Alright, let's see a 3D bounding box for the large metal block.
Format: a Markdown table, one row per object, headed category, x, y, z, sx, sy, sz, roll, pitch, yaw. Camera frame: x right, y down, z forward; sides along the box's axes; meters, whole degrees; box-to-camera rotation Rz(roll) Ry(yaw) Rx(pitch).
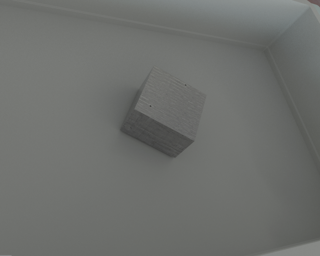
| category | x | y | z | sx | sy | sz | roll | pitch | yaw |
| --- | --- | --- | --- | --- | --- | --- | --- | --- | --- |
| large metal block | 0.006 | -0.021 | 0.401 | 0.080 | 0.050 | 0.080 | 28 | 52 | -11 |
